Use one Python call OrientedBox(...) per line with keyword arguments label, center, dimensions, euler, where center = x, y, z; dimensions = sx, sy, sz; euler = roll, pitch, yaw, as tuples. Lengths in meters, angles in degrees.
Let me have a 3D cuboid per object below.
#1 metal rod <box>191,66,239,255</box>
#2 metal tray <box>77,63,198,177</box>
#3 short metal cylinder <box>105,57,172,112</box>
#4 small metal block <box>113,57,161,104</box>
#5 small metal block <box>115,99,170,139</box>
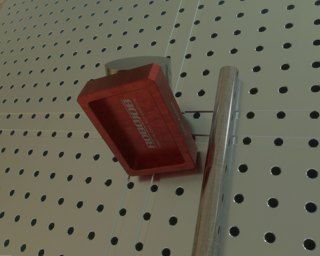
OrientedBox(label="metal rod", center=(0.060, 0.058, 0.341), dimensions=(0.025, 0.025, 0.300), euler=(-1, 61, 28))
OrientedBox(label="metal tray", center=(-0.020, -0.002, 0.351), dimensions=(0.090, 0.130, 0.030), euler=(-11, 38, 22))
OrientedBox(label="short metal cylinder", center=(-0.025, -0.057, 0.386), dimensions=(0.080, 0.050, 0.080), euler=(-3, 23, 2))
OrientedBox(label="small metal block", center=(-0.033, -0.068, 0.451), dimensions=(0.050, 0.050, 0.025), euler=(-23, 51, 14))
OrientedBox(label="small metal block", center=(-0.023, -0.012, 0.411), dimensions=(0.050, 0.050, 0.025), euler=(11, 68, 33))
